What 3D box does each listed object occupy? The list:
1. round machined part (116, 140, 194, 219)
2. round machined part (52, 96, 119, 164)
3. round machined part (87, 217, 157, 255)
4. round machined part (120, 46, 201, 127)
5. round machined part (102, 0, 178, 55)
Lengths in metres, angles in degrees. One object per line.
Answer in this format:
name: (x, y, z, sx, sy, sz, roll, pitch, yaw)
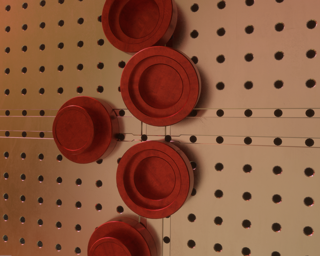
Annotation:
round machined part: (-0.003, 0.064, 0.404, 0.098, 0.042, 0.097, 0, 90, 19)
round machined part: (-0.112, 0.003, 0.442, 0.098, 0.042, 0.097, 0, 90, 19)
round machined part: (-0.057, 0.176, 0.423, 0.098, 0.042, 0.097, 0, 90, 19)
round machined part: (0.003, -0.054, 0.394, 0.098, 0.042, 0.097, 3, 104, 13)
round machined part: (-0.024, -0.143, 0.410, 0.098, 0.042, 0.097, 0, 89, 20)
